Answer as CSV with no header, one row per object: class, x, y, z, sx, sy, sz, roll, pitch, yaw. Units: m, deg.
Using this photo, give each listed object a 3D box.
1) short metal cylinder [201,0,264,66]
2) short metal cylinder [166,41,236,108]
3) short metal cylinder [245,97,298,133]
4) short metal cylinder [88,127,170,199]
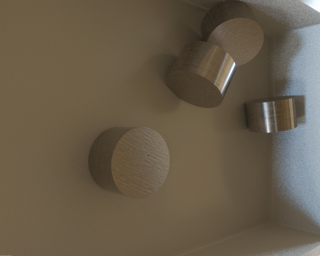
short metal cylinder,0.103,-0.136,0.450,0.080,0.080,0.050,35,35,-35
short metal cylinder,0.055,-0.071,0.419,0.080,0.080,0.050,41,65,-33
short metal cylinder,0.192,-0.024,0.535,0.081,0.080,0.050,-15,100,-39
short metal cylinder,-0.035,0.039,0.362,0.081,0.050,0.079,0,90,-40
